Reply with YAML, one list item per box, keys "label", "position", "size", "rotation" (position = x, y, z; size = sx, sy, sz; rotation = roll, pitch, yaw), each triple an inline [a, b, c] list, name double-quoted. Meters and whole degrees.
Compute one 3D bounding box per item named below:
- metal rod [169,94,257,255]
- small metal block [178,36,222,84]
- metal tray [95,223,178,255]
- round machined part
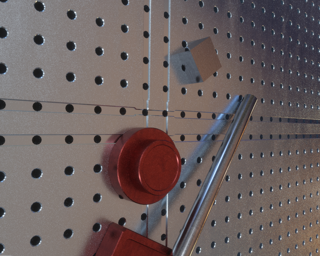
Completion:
- label: "metal rod"
  position: [0.091, 0.058, 0.468]
  size: [0.025, 0.025, 0.301]
  rotation: [51, 54, -28]
- label: "small metal block"
  position: [0.060, -0.101, 0.462]
  size: [0.050, 0.025, 0.050]
  rotation: [-41, 115, -32]
- label: "metal tray"
  position: [-0.025, 0.185, 0.386]
  size: [0.130, 0.030, 0.090]
  rotation: [38, 66, -34]
- label: "round machined part"
  position: [-0.011, 0.048, 0.391]
  size: [0.099, 0.042, 0.097]
  rotation: [0, 90, -40]
